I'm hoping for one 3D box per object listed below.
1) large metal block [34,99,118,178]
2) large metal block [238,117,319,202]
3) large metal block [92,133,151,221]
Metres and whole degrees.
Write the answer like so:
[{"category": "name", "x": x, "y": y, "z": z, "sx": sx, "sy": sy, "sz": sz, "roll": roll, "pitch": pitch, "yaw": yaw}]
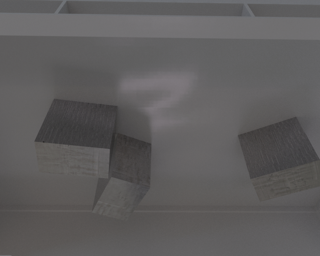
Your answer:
[{"category": "large metal block", "x": -0.098, "y": 0.012, "z": 0.382, "sx": 0.081, "sy": 0.080, "sz": 0.050, "roll": 6, "pitch": 130, "yaw": -6}, {"category": "large metal block", "x": 0.156, "y": 0.040, "z": 0.409, "sx": 0.080, "sy": 0.080, "sz": 0.050, "roll": -19, "pitch": 128, "yaw": 15}, {"category": "large metal block", "x": -0.052, "y": 0.068, "z": 0.430, "sx": 0.050, "sy": 0.080, "sz": 0.079, "roll": 20, "pitch": 127, "yaw": -16}]
